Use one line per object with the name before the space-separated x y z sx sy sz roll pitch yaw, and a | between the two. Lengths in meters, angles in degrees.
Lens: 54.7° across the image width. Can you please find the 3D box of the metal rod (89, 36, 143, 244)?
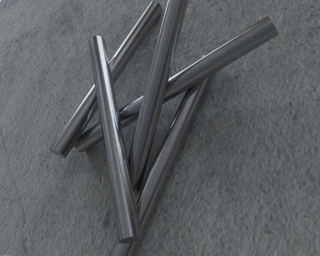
metal rod | -0.063 -0.009 0.395 0.025 0.025 0.299 -24 57 13

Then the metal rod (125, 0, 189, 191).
metal rod | 0.001 -0.071 0.377 0.025 0.025 0.298 14 91 33

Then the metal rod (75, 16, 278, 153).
metal rod | 0.006 -0.046 0.401 0.300 0.025 0.025 -30 52 19

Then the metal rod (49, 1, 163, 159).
metal rod | -0.072 -0.087 0.473 0.025 0.025 0.300 12 61 33

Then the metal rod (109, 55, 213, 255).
metal rod | 0.007 0.037 0.376 0.025 0.025 0.300 13 68 33
